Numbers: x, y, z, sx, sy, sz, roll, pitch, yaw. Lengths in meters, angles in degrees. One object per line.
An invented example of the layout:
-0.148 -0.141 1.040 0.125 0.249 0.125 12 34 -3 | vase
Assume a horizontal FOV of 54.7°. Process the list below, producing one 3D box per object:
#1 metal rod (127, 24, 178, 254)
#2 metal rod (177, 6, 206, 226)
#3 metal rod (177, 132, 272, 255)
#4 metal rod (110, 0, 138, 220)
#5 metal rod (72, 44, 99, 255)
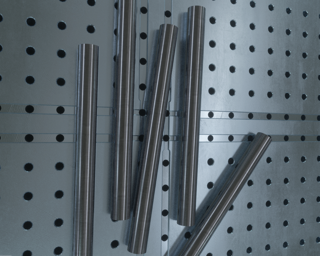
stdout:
-0.009 0.012 0.410 0.025 0.025 0.298 9 87 -20 | metal rod
0.044 -0.017 0.429 0.025 0.025 0.298 3 89 -20 | metal rod
0.073 0.132 0.441 0.025 0.025 0.300 40 77 -16 | metal rod
-0.046 -0.035 0.396 0.025 0.025 0.298 2 89 -20 | metal rod
-0.092 0.049 0.379 0.025 0.025 0.298 2 89 -20 | metal rod
